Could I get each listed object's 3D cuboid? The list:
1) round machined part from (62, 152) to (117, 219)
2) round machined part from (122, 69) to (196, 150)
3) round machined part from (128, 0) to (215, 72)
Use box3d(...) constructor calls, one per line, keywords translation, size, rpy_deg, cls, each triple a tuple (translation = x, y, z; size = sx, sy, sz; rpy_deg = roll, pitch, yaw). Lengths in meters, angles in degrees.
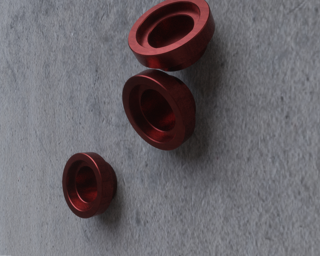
box3d(translation=(-0.104, 0.086, 0.477), size=(0.098, 0.042, 0.097), rpy_deg=(0, 90, 39), cls="round machined part")
box3d(translation=(0.004, -0.025, 0.372), size=(0.098, 0.042, 0.097), rpy_deg=(28, 137, 31), cls="round machined part")
box3d(translation=(0.016, -0.104, 0.359), size=(0.098, 0.042, 0.098), rpy_deg=(-14, 51, 18), cls="round machined part")
